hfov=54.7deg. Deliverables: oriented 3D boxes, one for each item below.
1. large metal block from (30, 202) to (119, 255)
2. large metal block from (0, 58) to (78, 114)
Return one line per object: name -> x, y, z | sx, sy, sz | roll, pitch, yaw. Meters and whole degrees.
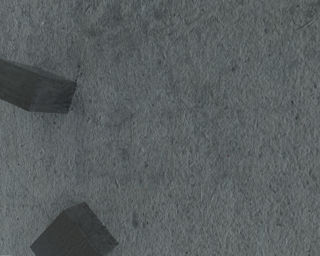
large metal block -> -0.121, 0.166, 0.438 | 0.080, 0.050, 0.080 | 46, 104, 14
large metal block -> -0.182, -0.059, 0.444 | 0.080, 0.080, 0.050 | 22, 98, 18
